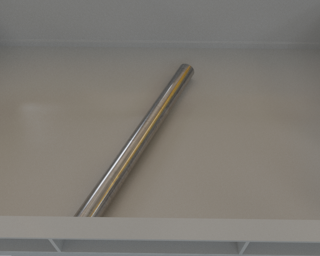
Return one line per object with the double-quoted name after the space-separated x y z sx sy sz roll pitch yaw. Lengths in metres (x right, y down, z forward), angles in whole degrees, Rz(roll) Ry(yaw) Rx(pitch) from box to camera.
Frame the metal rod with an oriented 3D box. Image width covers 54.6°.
-0.025 0.014 0.393 0.025 0.025 0.301 21 53 16 "metal rod"
